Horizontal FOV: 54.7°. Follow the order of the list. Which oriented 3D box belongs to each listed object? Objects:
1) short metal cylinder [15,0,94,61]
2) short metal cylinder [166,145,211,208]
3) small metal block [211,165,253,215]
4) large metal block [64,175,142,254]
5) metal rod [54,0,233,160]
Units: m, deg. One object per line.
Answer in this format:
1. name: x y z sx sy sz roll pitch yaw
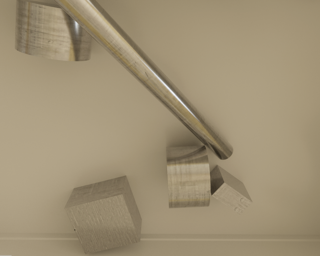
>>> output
1. short metal cylinder: -0.115 -0.108 0.341 0.081 0.080 0.050 10 110 -4
2. short metal cylinder: 0.035 0.063 0.406 0.050 0.080 0.079 -3 110 1
3. small metal block: 0.095 0.085 0.431 0.050 0.050 0.025 36 106 -13
4. large metal block: -0.077 0.123 0.442 0.080 0.050 0.080 -15 110 5
5. metal rod: 0.001 -0.045 0.334 0.025 0.025 0.300 -39 129 13
